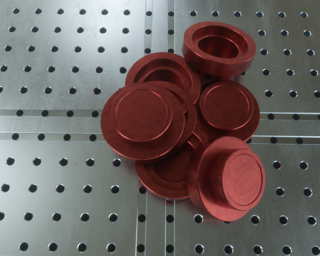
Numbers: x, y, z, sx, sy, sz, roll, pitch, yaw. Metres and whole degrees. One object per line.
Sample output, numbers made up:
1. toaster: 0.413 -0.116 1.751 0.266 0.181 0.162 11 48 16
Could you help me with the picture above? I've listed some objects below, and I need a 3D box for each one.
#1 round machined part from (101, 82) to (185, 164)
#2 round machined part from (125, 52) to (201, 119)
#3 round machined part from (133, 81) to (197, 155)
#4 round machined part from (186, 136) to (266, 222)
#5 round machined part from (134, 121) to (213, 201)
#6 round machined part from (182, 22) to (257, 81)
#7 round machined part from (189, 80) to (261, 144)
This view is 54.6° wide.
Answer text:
1. round machined part: -0.020 -0.010 0.361 0.099 0.042 0.098 0 70 0
2. round machined part: 0.004 -0.050 0.421 0.099 0.042 0.098 0 70 0
3. round machined part: -0.003 -0.009 0.406 0.099 0.042 0.098 0 70 0
4. round machined part: 0.082 0.058 0.356 0.099 0.042 0.098 3 84 -32
5. round machined part: 0.018 0.041 0.388 0.099 0.042 0.098 0 70 0
6. round machined part: 0.078 -0.102 0.429 0.099 0.042 0.098 4 49 -5
7. round machined part: 0.084 -0.022 0.411 0.099 0.042 0.098 0 70 0
